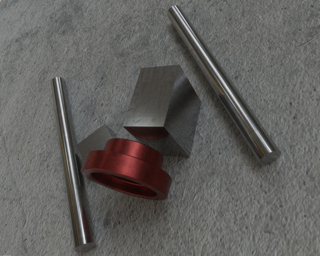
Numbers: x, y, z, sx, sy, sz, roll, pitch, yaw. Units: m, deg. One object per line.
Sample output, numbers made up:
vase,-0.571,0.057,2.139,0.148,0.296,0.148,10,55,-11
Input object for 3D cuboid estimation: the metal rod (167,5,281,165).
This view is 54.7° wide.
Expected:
metal rod,0.069,-0.078,0.414,0.025,0.025,0.299,-30,52,9

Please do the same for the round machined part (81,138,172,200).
round machined part,-0.034,0.044,0.346,0.098,0.098,0.042,3,64,29

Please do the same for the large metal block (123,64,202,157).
large metal block,0.007,-0.018,0.375,0.050,0.080,0.080,0,62,28

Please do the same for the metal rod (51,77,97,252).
metal rod,-0.133,0.030,0.452,0.025,0.025,0.299,-30,52,9

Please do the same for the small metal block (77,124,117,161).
small metal block,-0.080,0.031,0.425,0.050,0.025,0.050,-37,51,3
